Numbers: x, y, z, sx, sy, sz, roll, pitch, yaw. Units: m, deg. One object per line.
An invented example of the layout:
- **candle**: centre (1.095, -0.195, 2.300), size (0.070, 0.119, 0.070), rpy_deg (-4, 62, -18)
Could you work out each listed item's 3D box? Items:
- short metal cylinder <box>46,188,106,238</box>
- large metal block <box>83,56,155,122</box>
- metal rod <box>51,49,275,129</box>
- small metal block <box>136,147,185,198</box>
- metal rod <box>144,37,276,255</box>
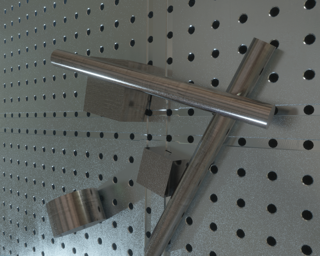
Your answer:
- **short metal cylinder**: centre (-0.130, 0.131, 0.481), size (0.080, 0.081, 0.050), rpy_deg (-33, 70, 35)
- **large metal block**: centre (-0.060, -0.056, 0.443), size (0.080, 0.050, 0.079), rpy_deg (15, 100, 39)
- **metal rod**: centre (-0.019, -0.055, 0.368), size (0.300, 0.025, 0.025), rpy_deg (19, 103, 28)
- **small metal block**: centre (0.000, 0.057, 0.410), size (0.050, 0.025, 0.050), rpy_deg (22, 104, 38)
- **metal rod**: centre (0.049, 0.039, 0.368), size (0.025, 0.025, 0.298), rpy_deg (38, 113, 33)
